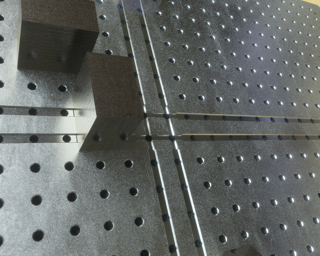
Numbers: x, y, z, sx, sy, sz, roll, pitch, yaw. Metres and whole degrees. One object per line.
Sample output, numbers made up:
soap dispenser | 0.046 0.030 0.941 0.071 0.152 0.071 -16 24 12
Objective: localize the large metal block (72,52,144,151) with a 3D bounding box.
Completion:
large metal block | -0.064 -0.027 0.355 0.050 0.080 0.080 0 62 -28

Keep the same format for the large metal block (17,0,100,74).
large metal block | -0.126 -0.112 0.373 0.081 0.080 0.050 1 62 -28

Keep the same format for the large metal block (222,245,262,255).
large metal block | 0.094 0.187 0.328 0.080 0.050 0.080 44 51 2
